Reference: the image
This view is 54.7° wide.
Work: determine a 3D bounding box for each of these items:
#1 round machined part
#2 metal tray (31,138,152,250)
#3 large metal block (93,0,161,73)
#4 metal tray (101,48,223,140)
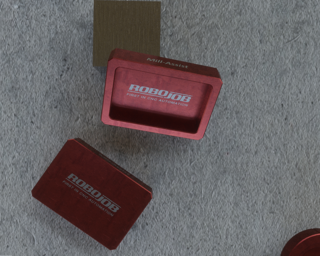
[{"bbox_3d":[0.204,0.179,0.403,0.099,0.042,0.097,0,90,0],"label":"round machined part"},{"bbox_3d":[-0.086,0.084,0.407,0.130,0.030,0.090,35,90,0],"label":"metal tray"},{"bbox_3d":[-0.040,-0.113,0.397,0.081,0.050,0.079,1,90,0],"label":"large metal block"},{"bbox_3d":[-0.001,-0.038,0.377,0.131,0.030,0.089,10,124,-7],"label":"metal tray"}]
